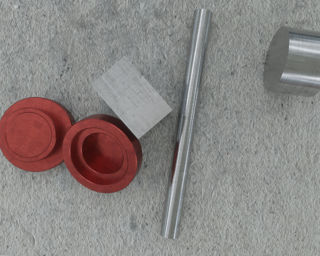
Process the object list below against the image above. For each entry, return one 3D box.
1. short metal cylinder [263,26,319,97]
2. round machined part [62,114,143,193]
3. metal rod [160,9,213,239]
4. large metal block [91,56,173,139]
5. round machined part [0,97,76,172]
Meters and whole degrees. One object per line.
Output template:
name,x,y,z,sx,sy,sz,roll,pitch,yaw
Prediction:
short metal cylinder,0.168,-0.081,0.384,0.050,0.080,0.080,9,90,0
round machined part,-0.068,0.029,0.389,0.098,0.042,0.097,5,110,15
metal rod,0.035,-0.005,0.410,0.025,0.025,0.298,9,90,0
large metal block,-0.031,-0.034,0.382,0.050,0.080,0.080,-41,90,0
round machined part,-0.161,0.009,0.400,0.099,0.042,0.097,0,90,0
